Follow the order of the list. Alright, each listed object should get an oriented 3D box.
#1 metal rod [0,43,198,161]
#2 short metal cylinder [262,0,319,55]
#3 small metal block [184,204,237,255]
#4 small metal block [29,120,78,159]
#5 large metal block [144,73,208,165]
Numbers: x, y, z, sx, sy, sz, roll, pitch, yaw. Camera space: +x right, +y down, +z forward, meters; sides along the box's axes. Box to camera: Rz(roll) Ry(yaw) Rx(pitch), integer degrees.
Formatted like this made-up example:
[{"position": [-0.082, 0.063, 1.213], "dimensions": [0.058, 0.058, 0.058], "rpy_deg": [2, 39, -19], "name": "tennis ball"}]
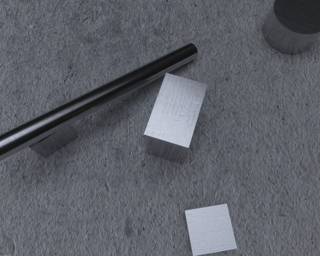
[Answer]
[{"position": [-0.068, -0.041, 0.384], "dimensions": [0.302, 0.025, 0.025], "rpy_deg": [-32, 73, -26], "name": "metal rod"}, {"position": [0.199, -0.155, 0.454], "dimensions": [0.081, 0.050, 0.080], "rpy_deg": [0, 70, 0], "name": "short metal cylinder"}, {"position": [0.058, 0.120, 0.365], "dimensions": [0.050, 0.025, 0.050], "rpy_deg": [-8, 70, -4], "name": "small metal block"}, {"position": [-0.137, 0.009, 0.390], "dimensions": [0.050, 0.050, 0.025], "rpy_deg": [-34, 74, -12], "name": "small metal block"}, {"position": [0.019, -0.008, 0.382], "dimensions": [0.050, 0.080, 0.080], "rpy_deg": [17, 71, 6], "name": "large metal block"}]
